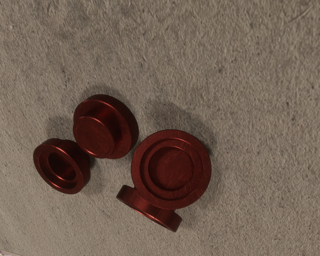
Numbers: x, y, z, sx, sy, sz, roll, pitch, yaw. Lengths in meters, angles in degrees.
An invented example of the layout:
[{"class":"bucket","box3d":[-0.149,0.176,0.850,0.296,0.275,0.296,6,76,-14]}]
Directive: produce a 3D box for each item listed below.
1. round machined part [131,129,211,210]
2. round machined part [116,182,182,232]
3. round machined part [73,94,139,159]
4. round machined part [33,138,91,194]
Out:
[{"class":"round machined part","box3d":[0.014,0.052,0.398,0.099,0.042,0.097,0,85,-1]},{"class":"round machined part","box3d":[-0.010,0.106,0.446,0.098,0.042,0.098,28,162,10]},{"class":"round machined part","box3d":[-0.083,0.005,0.441,0.098,0.042,0.097,13,124,20]},{"class":"round machined part","box3d":[-0.155,0.058,0.511,0.098,0.042,0.097,13,124,20]}]
